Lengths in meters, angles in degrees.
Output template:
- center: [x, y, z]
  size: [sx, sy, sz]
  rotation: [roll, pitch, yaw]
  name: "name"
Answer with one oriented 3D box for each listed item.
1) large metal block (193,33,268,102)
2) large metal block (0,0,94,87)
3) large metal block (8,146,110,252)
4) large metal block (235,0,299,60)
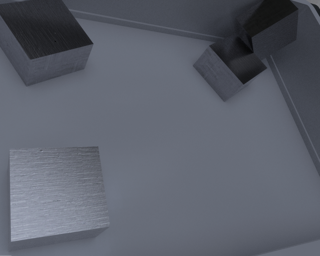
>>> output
- center: [0.116, -0.101, 0.514]
  size: [0.081, 0.050, 0.080]
  rotation: [-33, 81, -38]
  name: "large metal block"
- center: [-0.143, -0.107, 0.378]
  size: [0.081, 0.050, 0.080]
  rotation: [-28, 77, -37]
  name: "large metal block"
- center: [-0.100, 0.065, 0.296]
  size: [0.081, 0.050, 0.080]
  rotation: [0, 62, -28]
  name: "large metal block"
- center: [0.180, -0.167, 0.522]
  size: [0.050, 0.080, 0.080]
  rotation: [63, 9, 27]
  name: "large metal block"
